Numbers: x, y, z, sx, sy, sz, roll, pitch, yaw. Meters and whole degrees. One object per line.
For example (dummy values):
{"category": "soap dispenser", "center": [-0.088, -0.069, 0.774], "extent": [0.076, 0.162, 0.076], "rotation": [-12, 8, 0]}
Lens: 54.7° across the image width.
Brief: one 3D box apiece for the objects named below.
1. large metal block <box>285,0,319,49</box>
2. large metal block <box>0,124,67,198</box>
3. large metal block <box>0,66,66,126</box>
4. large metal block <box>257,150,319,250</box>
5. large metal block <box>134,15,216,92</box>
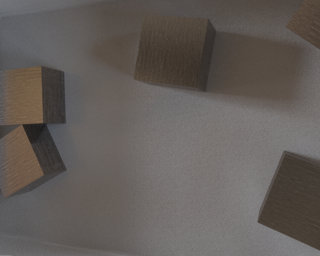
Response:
{"category": "large metal block", "center": [0.193, -0.117, 0.316], "extent": [0.080, 0.050, 0.079], "rotation": [41, 124, 15]}
{"category": "large metal block", "center": [-0.203, 0.048, 0.469], "extent": [0.080, 0.050, 0.080], "rotation": [-30, 80, 17]}
{"category": "large metal block", "center": [-0.192, -0.045, 0.465], "extent": [0.080, 0.050, 0.080], "rotation": [-2, 89, 20]}
{"category": "large metal block", "center": [0.162, 0.078, 0.340], "extent": [0.080, 0.050, 0.080], "rotation": [22, 97, 18]}
{"category": "large metal block", "center": [0.020, -0.092, 0.390], "extent": [0.080, 0.050, 0.079], "rotation": [11, 94, 19]}
